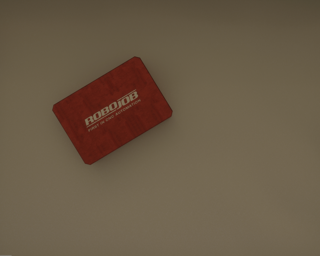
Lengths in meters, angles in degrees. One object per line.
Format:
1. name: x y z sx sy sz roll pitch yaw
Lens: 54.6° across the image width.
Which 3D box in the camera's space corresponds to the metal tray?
1. metal tray: -0.060 -0.022 0.409 0.130 0.030 0.090 -31 90 0
